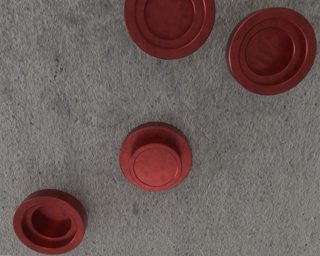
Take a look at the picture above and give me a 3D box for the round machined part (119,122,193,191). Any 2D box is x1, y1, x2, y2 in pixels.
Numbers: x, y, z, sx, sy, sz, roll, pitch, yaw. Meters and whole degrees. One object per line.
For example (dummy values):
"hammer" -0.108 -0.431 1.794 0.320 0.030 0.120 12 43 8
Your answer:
"round machined part" -0.005 0.044 0.417 0.099 0.042 0.097 0 110 0

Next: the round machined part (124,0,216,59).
"round machined part" 0.011 -0.130 0.353 0.099 0.042 0.097 0 110 0

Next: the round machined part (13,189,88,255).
"round machined part" -0.153 0.130 0.447 0.099 0.042 0.097 0 110 0

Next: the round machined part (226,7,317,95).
"round machined part" 0.127 -0.091 0.368 0.099 0.042 0.097 0 110 0
